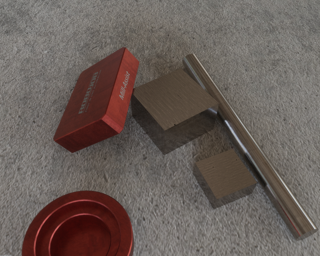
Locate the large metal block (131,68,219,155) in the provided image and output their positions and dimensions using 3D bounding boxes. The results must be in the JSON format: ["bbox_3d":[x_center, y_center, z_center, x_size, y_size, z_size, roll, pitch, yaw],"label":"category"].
[{"bbox_3d":[0.017,-0.024,0.407,0.081,0.050,0.080,-27,55,-21],"label":"large metal block"}]

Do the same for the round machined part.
[{"bbox_3d":[-0.074,0.113,0.296,0.099,0.042,0.098,0,50,0],"label":"round machined part"}]

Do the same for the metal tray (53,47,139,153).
[{"bbox_3d":[-0.079,-0.038,0.400,0.090,0.030,0.130,-21,42,31],"label":"metal tray"}]

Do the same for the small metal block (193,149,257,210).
[{"bbox_3d":[0.073,0.058,0.355,0.050,0.025,0.050,-18,52,-15],"label":"small metal block"}]

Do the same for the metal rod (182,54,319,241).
[{"bbox_3d":[0.098,0.000,0.403,0.025,0.025,0.300,-15,52,-13],"label":"metal rod"}]
